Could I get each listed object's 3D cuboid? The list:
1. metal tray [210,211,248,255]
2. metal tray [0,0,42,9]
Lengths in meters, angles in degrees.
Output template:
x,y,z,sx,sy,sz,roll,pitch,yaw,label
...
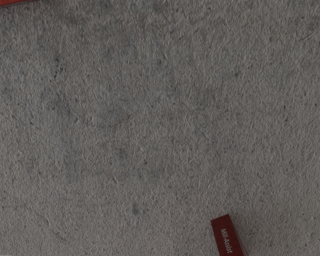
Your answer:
x,y,z,sx,sy,sz,roll,pitch,yaw,label
0.111,0.192,0.439,0.030,0.130,0.090,-25,108,8,metal tray
-0.183,-0.181,0.338,0.131,0.030,0.089,-10,110,3,metal tray
